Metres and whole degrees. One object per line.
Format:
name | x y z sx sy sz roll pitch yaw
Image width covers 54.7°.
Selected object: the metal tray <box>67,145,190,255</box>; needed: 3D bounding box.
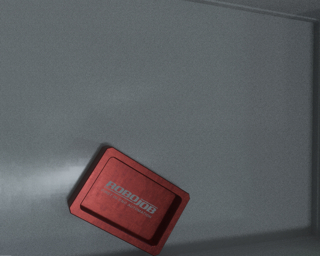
metal tray | -0.037 0.092 0.395 0.130 0.030 0.090 34 79 -17
